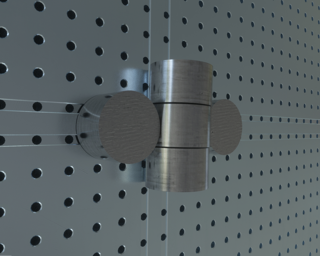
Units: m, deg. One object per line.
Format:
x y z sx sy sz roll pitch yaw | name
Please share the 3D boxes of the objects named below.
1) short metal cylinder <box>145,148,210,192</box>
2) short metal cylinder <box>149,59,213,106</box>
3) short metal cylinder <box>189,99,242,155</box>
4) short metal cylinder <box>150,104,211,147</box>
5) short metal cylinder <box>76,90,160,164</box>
0.022 0.049 0.393 0.081 0.080 0.050 2 89 -40 | short metal cylinder
0.027 -0.053 0.397 0.081 0.080 0.050 3 88 -40 | short metal cylinder
0.077 -0.001 0.459 0.081 0.050 0.079 0 90 -40 | short metal cylinder
0.025 -0.002 0.395 0.081 0.080 0.050 2 89 -40 | short metal cylinder
-0.047 -0.001 0.354 0.081 0.050 0.079 0 90 -40 | short metal cylinder
